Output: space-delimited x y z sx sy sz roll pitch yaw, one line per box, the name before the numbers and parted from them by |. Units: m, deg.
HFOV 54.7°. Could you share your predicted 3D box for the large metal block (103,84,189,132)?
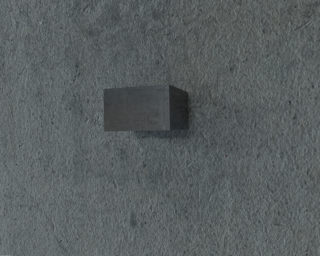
large metal block | -0.014 -0.022 0.385 0.080 0.080 0.050 -1 90 19
